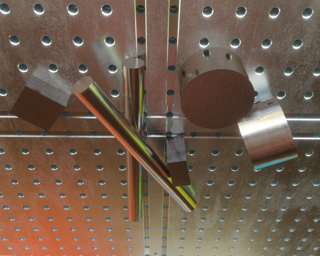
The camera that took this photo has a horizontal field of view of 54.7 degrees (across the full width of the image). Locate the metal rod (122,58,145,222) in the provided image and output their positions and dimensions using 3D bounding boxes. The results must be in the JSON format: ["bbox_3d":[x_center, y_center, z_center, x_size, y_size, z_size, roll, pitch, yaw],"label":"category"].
[{"bbox_3d":[-0.037,0.040,0.445,0.025,0.025,0.298,2,130,-2],"label":"metal rod"}]

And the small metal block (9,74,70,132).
[{"bbox_3d":[-0.149,-0.030,0.385,0.050,0.025,0.050,30,124,-24],"label":"small metal block"}]

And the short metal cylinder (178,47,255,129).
[{"bbox_3d":[0.063,-0.045,0.357,0.081,0.050,0.079,0,130,0],"label":"short metal cylinder"}]

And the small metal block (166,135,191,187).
[{"bbox_3d":[0.026,0.046,0.435,0.025,0.050,0.050,-8,130,7],"label":"small metal block"}]

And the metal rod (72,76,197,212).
[{"bbox_3d":[-0.015,0.043,0.420,0.025,0.025,0.300,-21,136,16],"label":"metal rod"}]

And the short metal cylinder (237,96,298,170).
[{"bbox_3d":[0.129,0.006,0.382,0.050,0.080,0.080,-20,127,16],"label":"short metal cylinder"}]
